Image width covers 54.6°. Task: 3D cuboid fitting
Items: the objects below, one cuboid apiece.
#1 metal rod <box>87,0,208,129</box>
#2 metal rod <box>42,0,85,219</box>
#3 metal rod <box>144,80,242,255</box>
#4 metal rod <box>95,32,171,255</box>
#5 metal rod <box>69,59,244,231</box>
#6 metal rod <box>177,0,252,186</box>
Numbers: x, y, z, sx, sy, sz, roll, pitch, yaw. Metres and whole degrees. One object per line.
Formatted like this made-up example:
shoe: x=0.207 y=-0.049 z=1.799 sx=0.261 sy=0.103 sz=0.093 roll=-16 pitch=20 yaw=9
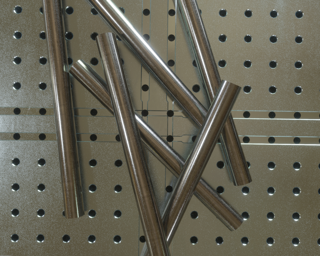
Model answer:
metal rod: x=-0.037 y=-0.120 z=0.413 sx=0.025 sy=0.025 sz=0.300 roll=-41 pitch=90 yaw=0
metal rod: x=-0.129 y=-0.032 z=0.412 sx=0.025 sy=0.025 sz=0.298 roll=-6 pitch=90 yaw=0
metal rod: x=0.028 y=0.083 z=0.390 sx=0.025 sy=0.025 sz=0.299 roll=23 pitch=99 yaw=0
metal rod: x=-0.032 y=0.028 z=0.383 sx=0.025 sy=0.025 sz=0.299 roll=-15 pitch=86 yaw=0
metal rod: x=-0.004 y=0.023 z=0.413 sx=0.300 sy=0.025 sz=0.025 roll=45 pitch=90 yaw=0
metal rod: x=0.066 y=-0.070 z=0.413 sx=0.025 sy=0.025 sz=0.299 roll=-17 pitch=90 yaw=0
